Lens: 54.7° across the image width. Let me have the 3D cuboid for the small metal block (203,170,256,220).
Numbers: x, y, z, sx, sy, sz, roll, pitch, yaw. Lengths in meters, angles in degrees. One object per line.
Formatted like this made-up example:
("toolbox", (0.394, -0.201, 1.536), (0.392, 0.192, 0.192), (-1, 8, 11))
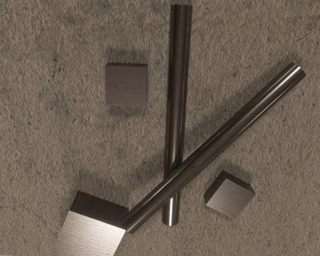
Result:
("small metal block", (0.099, 0.096, 0.447), (0.050, 0.025, 0.050), (29, 107, -11))

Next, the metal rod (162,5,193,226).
("metal rod", (0.020, -0.002, 0.409), (0.025, 0.025, 0.298), (2, 110, -1))

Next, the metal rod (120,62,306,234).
("metal rod", (0.064, 0.030, 0.402), (0.300, 0.025, 0.025), (-43, 105, 6))

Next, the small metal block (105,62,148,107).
("small metal block", (-0.041, -0.055, 0.389), (0.050, 0.025, 0.050), (2, 110, -1))

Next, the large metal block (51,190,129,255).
("large metal block", (-0.100, 0.149, 0.450), (0.080, 0.050, 0.079), (23, 108, -9))
